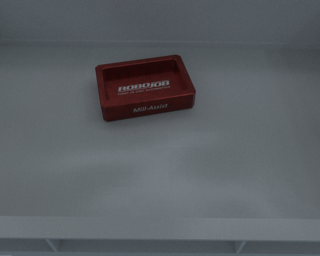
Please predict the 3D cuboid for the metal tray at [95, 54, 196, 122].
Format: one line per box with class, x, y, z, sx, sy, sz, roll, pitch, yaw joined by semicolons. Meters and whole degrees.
metal tray;-0.023;-0.061;0.452;0.131;0.030;0.090;-10;51;-9
